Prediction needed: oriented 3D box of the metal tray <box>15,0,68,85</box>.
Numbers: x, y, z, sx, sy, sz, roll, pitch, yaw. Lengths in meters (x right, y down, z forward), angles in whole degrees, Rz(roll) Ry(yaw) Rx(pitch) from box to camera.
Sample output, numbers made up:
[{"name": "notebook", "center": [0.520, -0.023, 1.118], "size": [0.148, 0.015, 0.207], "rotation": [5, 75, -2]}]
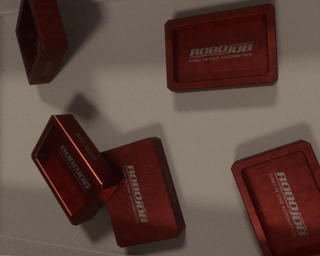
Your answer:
[{"name": "metal tray", "center": [-0.166, -0.123, 0.424], "size": [0.130, 0.030, 0.090], "rotation": [-25, 80, 58]}]

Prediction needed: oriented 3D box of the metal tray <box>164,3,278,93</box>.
[{"name": "metal tray", "center": [0.074, -0.093, 0.381], "size": [0.130, 0.030, 0.089], "rotation": [-3, 89, 19]}]

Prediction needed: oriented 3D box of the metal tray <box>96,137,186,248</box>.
[{"name": "metal tray", "center": [-0.028, 0.085, 0.417], "size": [0.090, 0.030, 0.129], "rotation": [-18, 84, 18]}]

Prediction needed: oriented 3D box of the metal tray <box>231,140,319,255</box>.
[{"name": "metal tray", "center": [0.148, 0.088, 0.355], "size": [0.090, 0.030, 0.129], "rotation": [-22, 83, 18]}]

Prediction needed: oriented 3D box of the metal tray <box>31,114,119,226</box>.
[{"name": "metal tray", "center": [-0.121, 0.055, 0.426], "size": [0.130, 0.030, 0.090], "rotation": [50, 121, 21]}]
